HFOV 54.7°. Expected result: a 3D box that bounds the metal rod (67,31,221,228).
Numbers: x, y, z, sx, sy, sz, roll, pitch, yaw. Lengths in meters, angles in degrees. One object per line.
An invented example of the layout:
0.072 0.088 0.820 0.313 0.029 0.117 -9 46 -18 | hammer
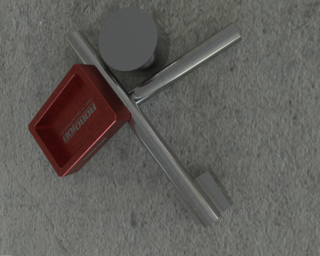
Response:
-0.027 -0.007 0.393 0.025 0.025 0.299 -41 78 15 | metal rod

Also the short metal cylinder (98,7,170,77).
-0.032 -0.110 0.407 0.080 0.050 0.079 0 90 19 | short metal cylinder

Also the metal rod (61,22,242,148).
-0.030 -0.044 0.420 0.300 0.025 0.025 -31 80 17 | metal rod

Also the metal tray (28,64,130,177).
-0.109 -0.008 0.404 0.130 0.030 0.090 -43 76 26 | metal tray

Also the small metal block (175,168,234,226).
0.056 0.086 0.390 0.050 0.025 0.050 -35 79 16 | small metal block
